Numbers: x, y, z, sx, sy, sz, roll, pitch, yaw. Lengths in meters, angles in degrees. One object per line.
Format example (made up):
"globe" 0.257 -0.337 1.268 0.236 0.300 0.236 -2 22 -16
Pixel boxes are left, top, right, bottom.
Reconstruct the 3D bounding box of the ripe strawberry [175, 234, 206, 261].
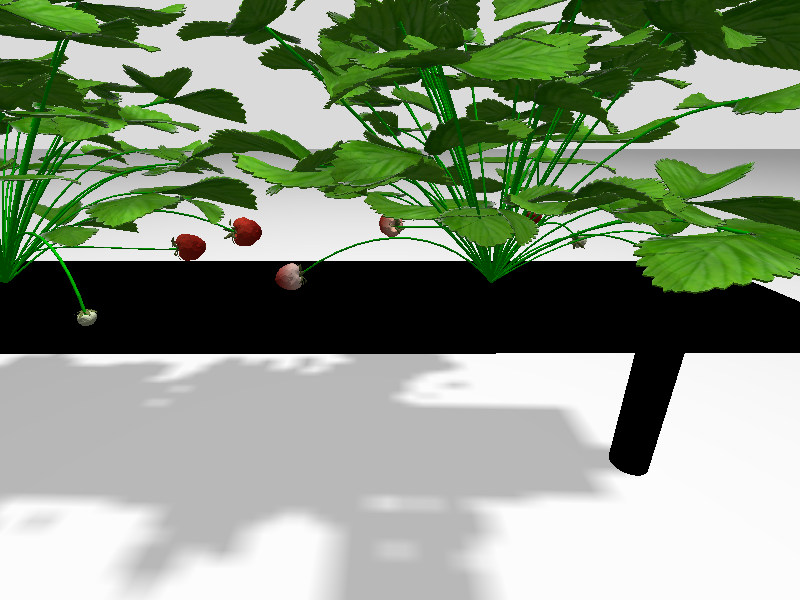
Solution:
"ripe strawberry" -0.224 -0.057 0.431 0.028 0.030 0.026 -10 25 -25

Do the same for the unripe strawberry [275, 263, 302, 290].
"unripe strawberry" -0.097 -0.020 0.350 0.022 0.023 0.020 -13 23 -1

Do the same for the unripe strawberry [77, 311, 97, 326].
"unripe strawberry" -0.209 0.013 0.267 0.010 0.010 0.011 15 27 32

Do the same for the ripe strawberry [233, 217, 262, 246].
"ripe strawberry" -0.184 -0.082 0.484 0.034 0.035 0.031 -5 21 -36

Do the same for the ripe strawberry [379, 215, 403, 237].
"ripe strawberry" -0.014 -0.102 0.540 0.032 0.034 0.035 -11 25 -25

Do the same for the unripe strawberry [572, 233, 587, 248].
"unripe strawberry" 0.216 -0.072 0.481 0.018 0.018 0.016 -8 22 -43

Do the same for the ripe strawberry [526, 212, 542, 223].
"ripe strawberry" 0.199 -0.124 0.594 0.024 0.022 0.022 10 25 23
